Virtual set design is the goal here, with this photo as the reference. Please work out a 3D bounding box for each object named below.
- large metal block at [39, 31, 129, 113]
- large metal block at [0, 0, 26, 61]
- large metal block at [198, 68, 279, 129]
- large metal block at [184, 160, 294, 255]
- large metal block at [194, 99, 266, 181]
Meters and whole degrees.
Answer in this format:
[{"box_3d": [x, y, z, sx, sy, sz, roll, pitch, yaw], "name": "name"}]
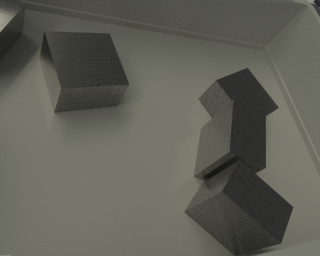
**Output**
[{"box_3d": [-0.095, -0.070, 0.381, 0.081, 0.050, 0.080, -9, 66, -32], "name": "large metal block"}, {"box_3d": [-0.212, -0.119, 0.348, 0.080, 0.050, 0.080, 25, 53, -13], "name": "large metal block"}, {"box_3d": [0.121, -0.038, 0.478, 0.081, 0.050, 0.080, -25, 75, -37], "name": "large metal block"}, {"box_3d": [0.089, 0.095, 0.360, 0.080, 0.080, 0.050, 42, 51, 0], "name": "large metal block"}, {"box_3d": [0.091, 0.023, 0.405, 0.050, 0.080, 0.080, 24, 53, -14], "name": "large metal block"}]
